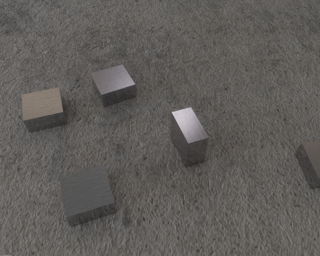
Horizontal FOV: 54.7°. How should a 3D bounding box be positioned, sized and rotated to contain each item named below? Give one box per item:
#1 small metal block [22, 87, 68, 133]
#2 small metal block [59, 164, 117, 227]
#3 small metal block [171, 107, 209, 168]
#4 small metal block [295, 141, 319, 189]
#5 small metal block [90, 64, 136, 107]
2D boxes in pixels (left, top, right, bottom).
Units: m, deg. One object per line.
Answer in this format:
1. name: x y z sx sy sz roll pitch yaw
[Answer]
1. small metal block: -0.158 -0.025 0.423 0.050 0.025 0.050 -14 51 -12
2. small metal block: -0.079 0.074 0.341 0.050 0.025 0.050 -15 52 -13
3. small metal block: 0.034 0.012 0.377 0.025 0.050 0.050 -16 52 -13
4. small metal block: 0.198 0.043 0.369 0.050 0.025 0.050 -3 50 -3
5. small metal block: -0.068 -0.063 0.455 0.050 0.025 0.050 -20 53 -16
